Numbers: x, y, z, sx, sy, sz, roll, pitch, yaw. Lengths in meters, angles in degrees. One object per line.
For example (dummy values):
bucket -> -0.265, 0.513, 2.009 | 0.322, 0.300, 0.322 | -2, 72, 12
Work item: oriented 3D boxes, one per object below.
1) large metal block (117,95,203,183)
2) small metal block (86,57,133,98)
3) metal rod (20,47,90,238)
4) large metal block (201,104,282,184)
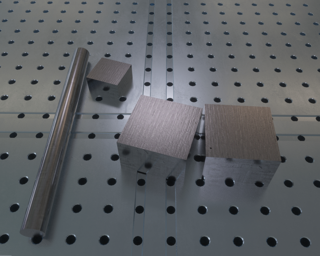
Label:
large metal block -> 0.002, 0.012, 0.381 | 0.080, 0.050, 0.080 | 14, 51, 11
small metal block -> -0.076, -0.078, 0.472 | 0.050, 0.025, 0.050 | 16, 52, 13
metal rod -> -0.129, -0.007, 0.412 | 0.025, 0.025, 0.300 | 0, 50, 0
large metal block -> 0.092, 0.019, 0.376 | 0.080, 0.050, 0.080 | 3, 50, 2
